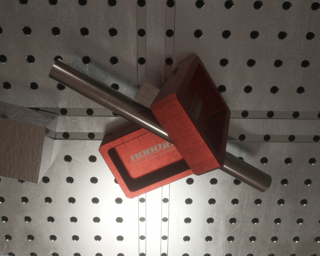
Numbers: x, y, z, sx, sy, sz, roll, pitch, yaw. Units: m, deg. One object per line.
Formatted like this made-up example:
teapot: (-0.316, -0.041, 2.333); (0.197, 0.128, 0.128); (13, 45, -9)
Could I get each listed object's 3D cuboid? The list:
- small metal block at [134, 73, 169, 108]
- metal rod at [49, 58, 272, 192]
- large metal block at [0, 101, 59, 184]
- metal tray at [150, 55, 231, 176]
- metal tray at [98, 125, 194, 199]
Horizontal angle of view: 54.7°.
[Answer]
small metal block: (-0.002, -0.040, 0.385); (0.050, 0.050, 0.025); (29, 107, -11)
metal rod: (0.009, 0.002, 0.381); (0.301, 0.025, 0.025); (29, 107, -11)
large metal block: (-0.186, 0.018, 0.404); (0.081, 0.050, 0.079); (13, 110, -6)
metal tray: (0.042, -0.020, 0.349); (0.030, 0.130, 0.090); (-25, 109, 27)
metal tray: (-0.004, 0.032, 0.422); (0.130, 0.030, 0.090); (-24, 109, 8)
